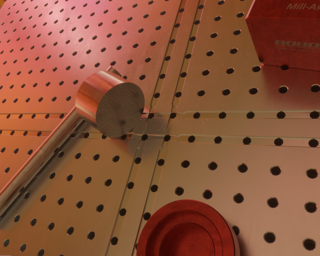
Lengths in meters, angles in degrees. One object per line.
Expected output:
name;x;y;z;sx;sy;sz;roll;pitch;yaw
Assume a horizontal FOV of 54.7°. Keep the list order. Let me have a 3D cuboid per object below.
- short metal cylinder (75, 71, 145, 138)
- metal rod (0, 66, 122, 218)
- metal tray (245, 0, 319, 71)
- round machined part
short metal cylinder;-0.068;-0.033;0.429;0.050;0.080;0.080;31;79;38
metal rod;-0.166;0.023;0.481;0.025;0.025;0.300;33;79;38
metal tray;0.169;-0.100;0.337;0.130;0.090;0.030;16;75;34
round machined part;0.030;0.124;0.305;0.098;0.042;0.098;-13;56;21
